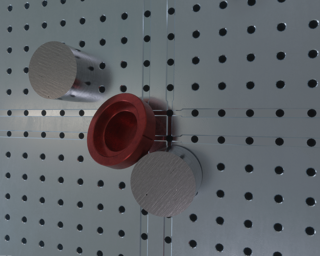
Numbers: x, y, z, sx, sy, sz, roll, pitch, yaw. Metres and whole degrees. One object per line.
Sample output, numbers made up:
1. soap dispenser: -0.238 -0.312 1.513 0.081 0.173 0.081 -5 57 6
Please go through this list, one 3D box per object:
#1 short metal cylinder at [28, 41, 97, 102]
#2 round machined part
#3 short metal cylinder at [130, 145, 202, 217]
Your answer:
1. short metal cylinder: -0.140 -0.080 0.449 0.080 0.050 0.079 0 90 20
2. round machined part: -0.045 0.007 0.407 0.098 0.042 0.098 -14 63 30
3. short metal cylinder: 0.010 0.065 0.392 0.080 0.050 0.079 1 95 16
